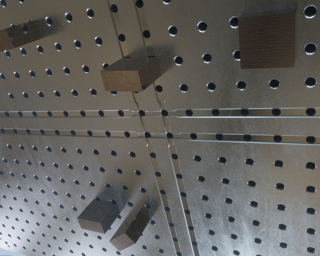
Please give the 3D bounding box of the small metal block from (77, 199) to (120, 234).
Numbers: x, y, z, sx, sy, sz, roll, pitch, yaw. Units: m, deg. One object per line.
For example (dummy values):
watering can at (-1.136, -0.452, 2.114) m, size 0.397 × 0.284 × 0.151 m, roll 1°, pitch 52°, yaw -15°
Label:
small metal block at (-0.107, 0.154, 0.545) m, size 0.050 × 0.050 × 0.025 m, roll 3°, pitch 120°, yaw 26°

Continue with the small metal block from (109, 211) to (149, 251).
small metal block at (-0.052, 0.177, 0.530) m, size 0.025 × 0.050 × 0.050 m, roll 46°, pitch 129°, yaw -4°

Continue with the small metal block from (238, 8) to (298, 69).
small metal block at (0.105, -0.086, 0.302) m, size 0.050 × 0.025 × 0.050 m, roll 3°, pitch 120°, yaw 26°

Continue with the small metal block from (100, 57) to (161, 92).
small metal block at (-0.034, -0.065, 0.371) m, size 0.050 × 0.050 × 0.025 m, roll 4°, pitch 120°, yaw 25°

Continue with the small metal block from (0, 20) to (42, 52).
small metal block at (-0.201, -0.124, 0.422) m, size 0.050 × 0.050 × 0.025 m, roll -3°, pitch 117°, yaw 29°
